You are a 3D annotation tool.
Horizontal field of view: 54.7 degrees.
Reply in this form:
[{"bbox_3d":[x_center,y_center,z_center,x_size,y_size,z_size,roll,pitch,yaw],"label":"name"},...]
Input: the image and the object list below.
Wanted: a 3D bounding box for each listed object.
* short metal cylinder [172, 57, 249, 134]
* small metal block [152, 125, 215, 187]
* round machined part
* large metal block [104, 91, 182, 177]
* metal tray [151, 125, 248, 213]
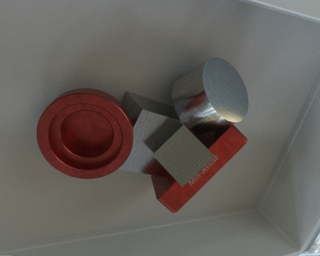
[{"bbox_3d":[0.061,-0.038,0.375,0.081,0.080,0.050,17,153,-35],"label":"short metal cylinder"},{"bbox_3d":[0.028,0.032,0.361,0.050,0.050,0.025,-44,168,3],"label":"small metal block"},{"bbox_3d":[-0.079,0.003,0.341,0.099,0.042,0.097,-2,111,-4],"label":"round machined part"},{"bbox_3d":[-0.016,0.010,0.390,0.081,0.050,0.080,16,110,-35],"label":"large metal block"},{"bbox_3d":[0.047,0.043,0.417,0.130,0.090,0.030,-45,102,3],"label":"metal tray"}]
